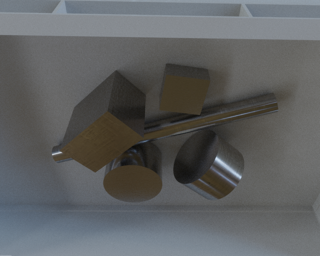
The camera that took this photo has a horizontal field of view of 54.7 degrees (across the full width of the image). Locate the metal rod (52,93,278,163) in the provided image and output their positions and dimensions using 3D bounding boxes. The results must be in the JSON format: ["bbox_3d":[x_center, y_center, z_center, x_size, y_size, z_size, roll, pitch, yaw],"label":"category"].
[{"bbox_3d":[-0.001,0.003,0.410,0.301,0.025,0.025,-13,129,10],"label":"metal rod"}]

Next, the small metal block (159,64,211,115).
[{"bbox_3d":[0.028,-0.045,0.369,0.050,0.025,0.050,7,130,-6],"label":"small metal block"}]

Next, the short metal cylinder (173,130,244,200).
[{"bbox_3d":[0.064,0.049,0.414,0.050,0.080,0.080,35,122,-26],"label":"short metal cylinder"}]

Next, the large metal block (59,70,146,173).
[{"bbox_3d":[-0.064,-0.008,0.364,0.080,0.080,0.050,-36,122,26],"label":"large metal block"}]

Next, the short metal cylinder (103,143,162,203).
[{"bbox_3d":[-0.037,0.062,0.442,0.081,0.050,0.079,0,130,0],"label":"short metal cylinder"}]
